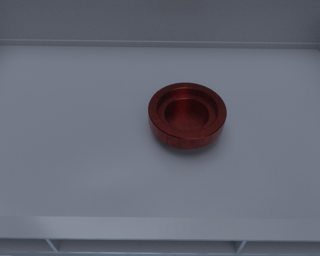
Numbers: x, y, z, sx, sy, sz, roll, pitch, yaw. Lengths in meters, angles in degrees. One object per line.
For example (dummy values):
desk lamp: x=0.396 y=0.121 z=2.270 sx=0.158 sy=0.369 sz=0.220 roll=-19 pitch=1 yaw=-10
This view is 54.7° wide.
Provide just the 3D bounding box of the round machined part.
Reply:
round machined part: x=0.034 y=-0.011 z=0.404 sx=0.099 sy=0.042 sz=0.098 roll=0 pitch=50 yaw=0
